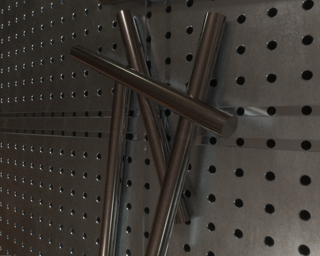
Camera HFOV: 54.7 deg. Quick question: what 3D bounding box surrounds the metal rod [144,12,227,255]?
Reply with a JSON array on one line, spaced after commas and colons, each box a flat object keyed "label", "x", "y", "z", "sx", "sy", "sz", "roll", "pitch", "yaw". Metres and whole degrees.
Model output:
[{"label": "metal rod", "x": 0.028, "y": 0.016, "z": 0.363, "sx": 0.025, "sy": 0.025, "sz": 0.298, "roll": 17, "pitch": 94, "yaw": 38}]

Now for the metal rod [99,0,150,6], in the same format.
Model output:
[{"label": "metal rod", "x": 0.029, "y": -0.177, "z": 0.383, "sx": 0.300, "sy": 0.025, "sz": 0.025, "roll": 12, "pitch": 98, "yaw": 39}]

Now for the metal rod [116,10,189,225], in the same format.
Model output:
[{"label": "metal rod", "x": -0.013, "y": -0.023, "z": 0.418, "sx": 0.025, "sy": 0.025, "sz": 0.299, "roll": -24, "pitch": 75, "yaw": 37}]

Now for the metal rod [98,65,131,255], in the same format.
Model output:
[{"label": "metal rod", "x": -0.067, "y": 0.058, "z": 0.461, "sx": 0.025, "sy": 0.025, "sz": 0.298, "roll": 10, "pitch": 97, "yaw": 39}]

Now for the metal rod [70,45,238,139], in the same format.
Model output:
[{"label": "metal rod", "x": -0.031, "y": -0.060, "z": 0.393, "sx": 0.300, "sy": 0.025, "sz": 0.025, "roll": 31, "pitch": 109, "yaw": 40}]
